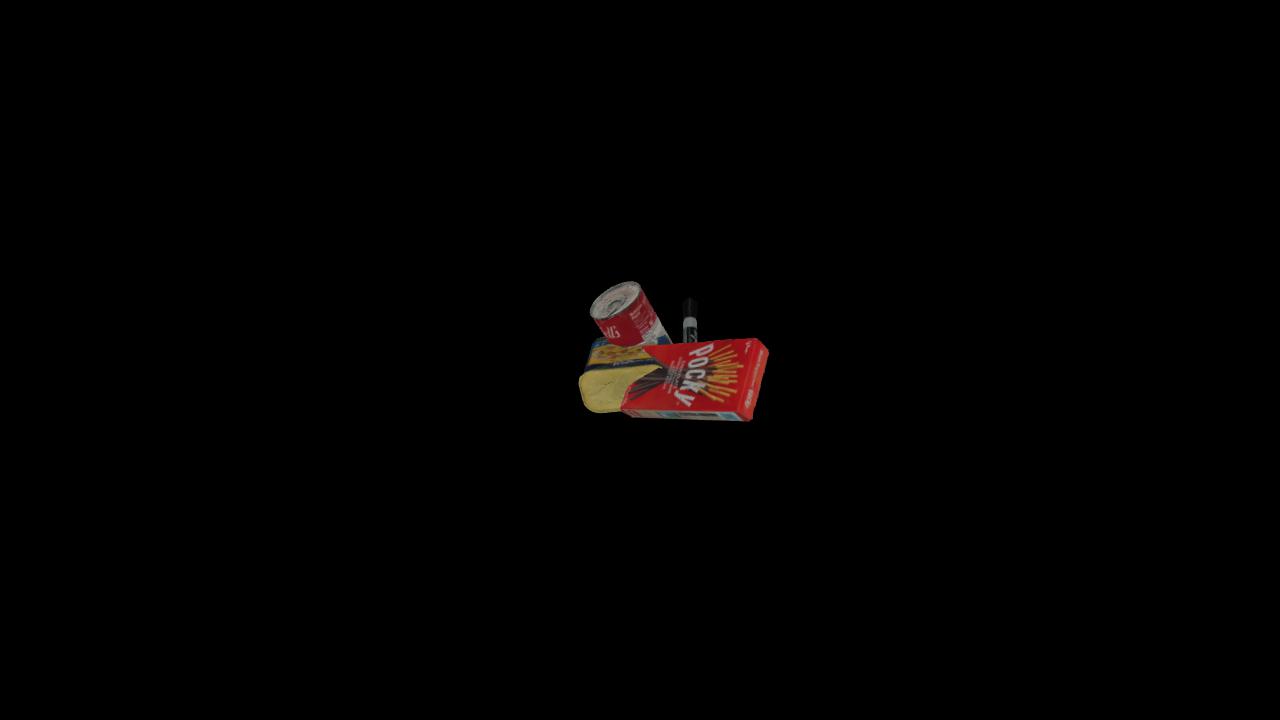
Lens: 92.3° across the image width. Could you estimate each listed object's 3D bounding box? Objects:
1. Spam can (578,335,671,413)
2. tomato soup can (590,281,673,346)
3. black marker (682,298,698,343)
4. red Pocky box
[{"bbox_3d":[-0.013,0.011,0.708,0.101,0.058,0.085,-5,30,8],"label":"Spam can"},{"bbox_3d":[-0.006,-0.034,0.732,0.068,0.101,0.068,-23,33,16],"label":"tomato soup can"},{"bbox_3d":[0.060,-0.019,0.734,0.020,0.121,0.020,2,-23,1],"label":"black marker"},{"bbox_3d":[0.053,0.021,0.640,0.155,0.083,0.028,-3,-33,41],"label":"red Pocky box"}]
